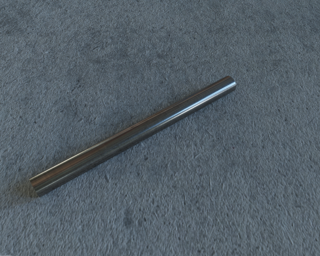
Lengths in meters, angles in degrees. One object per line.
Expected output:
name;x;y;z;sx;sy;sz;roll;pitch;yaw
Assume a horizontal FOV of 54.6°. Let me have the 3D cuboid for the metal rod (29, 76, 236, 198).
metal rod;-0.018;0.001;0.405;0.302;0.025;0.025;-29;56;-22
